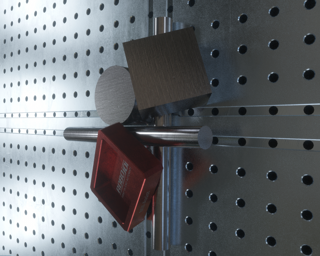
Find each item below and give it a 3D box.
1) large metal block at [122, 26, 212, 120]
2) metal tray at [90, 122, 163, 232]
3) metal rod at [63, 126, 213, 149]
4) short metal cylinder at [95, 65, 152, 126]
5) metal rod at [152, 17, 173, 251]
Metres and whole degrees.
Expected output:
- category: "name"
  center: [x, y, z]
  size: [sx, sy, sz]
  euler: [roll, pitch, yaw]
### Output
- category: "large metal block"
  center: [0.008, -0.061, 0.361]
  size: [0.080, 0.050, 0.080]
  euler: [-14, 79, -1]
- category: "metal tray"
  center: [-0.050, 0.068, 0.414]
  size: [0.090, 0.030, 0.129]
  euler: [42, 137, 25]
- category: "metal rod"
  center: [-0.055, 0.010, 0.433]
  size: [0.300, 0.025, 0.025]
  euler: [0, 90, 47]
- category: "short metal cylinder"
  center: [-0.045, -0.043, 0.430]
  size: [0.080, 0.050, 0.079]
  euler: [0, 90, 40]
- category: "metal rod"
  center: [0.003, 0.008, 0.407]
  size: [0.025, 0.025, 0.298]
  euler: [1, 91, 40]
